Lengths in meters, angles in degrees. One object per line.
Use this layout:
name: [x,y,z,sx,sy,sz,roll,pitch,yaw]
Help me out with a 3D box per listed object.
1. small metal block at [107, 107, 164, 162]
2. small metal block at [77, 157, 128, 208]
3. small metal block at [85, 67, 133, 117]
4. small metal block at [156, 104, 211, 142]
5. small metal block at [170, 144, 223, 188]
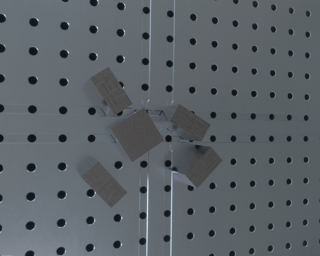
small metal block: [-0.031,0.008,0.401,0.050,0.025,0.050,-34,101,-17]
small metal block: [-0.071,0.064,0.373,0.025,0.050,0.050,-43,104,-15]
small metal block: [-0.063,-0.042,0.376,0.025,0.050,0.050,-35,102,-16]
small metal block: [0.030,-0.006,0.410,0.050,0.050,0.025,32,80,-17]
small metal block: [0.048,0.050,0.417,0.050,0.050,0.025,-45,104,-14]
